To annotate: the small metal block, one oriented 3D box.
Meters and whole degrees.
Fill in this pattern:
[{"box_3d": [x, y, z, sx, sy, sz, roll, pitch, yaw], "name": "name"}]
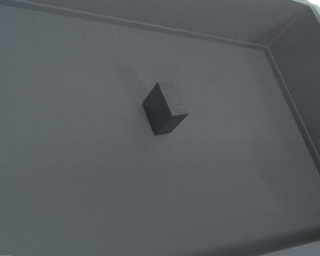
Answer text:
[{"box_3d": [0.006, -0.026, 0.404, 0.025, 0.050, 0.050, -9, 66, -32], "name": "small metal block"}]
